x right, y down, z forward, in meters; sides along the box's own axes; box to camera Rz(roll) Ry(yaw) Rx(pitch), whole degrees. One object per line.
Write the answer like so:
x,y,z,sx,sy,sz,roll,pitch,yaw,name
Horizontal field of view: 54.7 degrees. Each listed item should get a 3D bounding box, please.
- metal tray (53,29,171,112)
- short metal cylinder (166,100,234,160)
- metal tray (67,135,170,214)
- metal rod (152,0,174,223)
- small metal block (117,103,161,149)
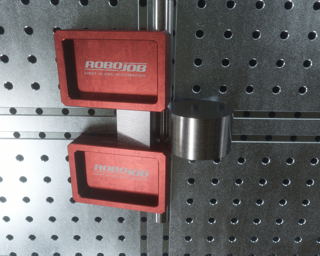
-0.054,-0.069,0.366,0.131,0.030,0.089,4,111,11,metal tray
0.048,0.000,0.381,0.081,0.080,0.050,0,110,0,short metal cylinder
-0.053,0.061,0.414,0.131,0.030,0.089,5,111,11,metal tray
0.002,-0.007,0.406,0.025,0.025,0.298,0,110,0,metal rod
-0.027,-0.006,0.396,0.050,0.025,0.050,13,113,29,small metal block
